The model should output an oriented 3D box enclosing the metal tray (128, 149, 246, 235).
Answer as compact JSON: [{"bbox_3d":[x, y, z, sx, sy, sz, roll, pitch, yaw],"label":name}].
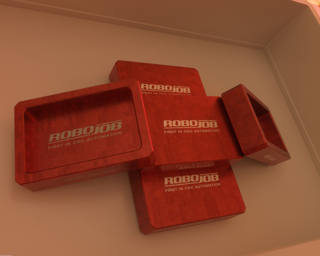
[{"bbox_3d":[0.033,0.070,0.373,0.131,0.030,0.090,0,62,-29],"label":"metal tray"}]

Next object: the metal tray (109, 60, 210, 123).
[{"bbox_3d":[0.003,-0.043,0.427,0.131,0.030,0.090,0,62,-29],"label":"metal tray"}]

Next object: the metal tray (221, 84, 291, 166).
[{"bbox_3d":[0.137,0.000,0.434,0.131,0.030,0.090,20,49,-54],"label":"metal tray"}]

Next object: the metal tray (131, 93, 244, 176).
[{"bbox_3d":[0.031,0.005,0.375,0.131,0.030,0.090,-1,62,-29],"label":"metal tray"}]

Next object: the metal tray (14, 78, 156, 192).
[{"bbox_3d":[-0.077,0.006,0.316,0.131,0.030,0.090,-12,66,-2],"label":"metal tray"}]
